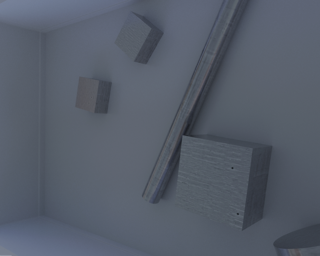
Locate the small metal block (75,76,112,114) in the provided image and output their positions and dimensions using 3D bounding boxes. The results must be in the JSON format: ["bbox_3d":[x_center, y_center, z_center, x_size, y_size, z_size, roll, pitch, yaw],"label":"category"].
[{"bbox_3d":[-0.106,-0.052,0.492,0.050,0.025,0.050,17,100,38],"label":"small metal block"}]

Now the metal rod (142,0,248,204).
[{"bbox_3d":[0.041,-0.038,0.371,0.025,0.025,0.298,34,111,34],"label":"metal rod"}]

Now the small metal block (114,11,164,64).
[{"bbox_3d":[-0.030,-0.125,0.429,0.050,0.025,0.050,47,118,29],"label":"small metal block"}]

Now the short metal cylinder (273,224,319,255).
[{"bbox_3d":[0.142,0.111,0.253,0.080,0.081,0.050,-27,74,36],"label":"short metal cylinder"}]

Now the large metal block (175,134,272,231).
[{"bbox_3d":[0.067,0.053,0.334,0.080,0.050,0.079,10,96,39],"label":"large metal block"}]
